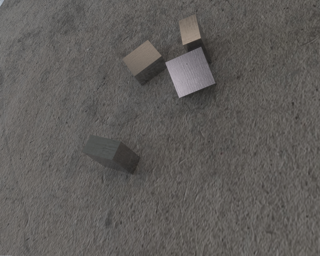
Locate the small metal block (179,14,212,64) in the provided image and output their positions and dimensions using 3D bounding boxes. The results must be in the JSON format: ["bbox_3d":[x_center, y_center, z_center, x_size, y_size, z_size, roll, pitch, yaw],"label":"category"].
[{"bbox_3d":[0.050,-0.121,0.436,0.025,0.050,0.050,-18,55,18],"label":"small metal block"}]

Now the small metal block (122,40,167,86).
[{"bbox_3d":[-0.023,-0.101,0.478,0.050,0.025,0.050,-36,51,4],"label":"small metal block"}]

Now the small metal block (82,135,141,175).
[{"bbox_3d":[-0.062,0.035,0.399,0.050,0.050,0.025,10,67,32],"label":"small metal block"}]

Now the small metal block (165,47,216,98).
[{"bbox_3d":[0.042,-0.073,0.410,0.050,0.025,0.050,-21,91,15],"label":"small metal block"}]
